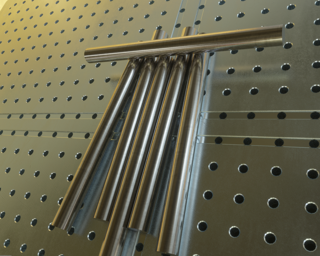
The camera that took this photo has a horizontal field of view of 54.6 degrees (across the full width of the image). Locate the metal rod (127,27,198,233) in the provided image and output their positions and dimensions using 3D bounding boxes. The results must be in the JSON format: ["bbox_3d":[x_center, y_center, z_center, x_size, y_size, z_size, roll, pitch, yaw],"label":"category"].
[{"bbox_3d":[0.011,-0.015,0.414,0.025,0.025,0.300,1,62,29],"label":"metal rod"}]

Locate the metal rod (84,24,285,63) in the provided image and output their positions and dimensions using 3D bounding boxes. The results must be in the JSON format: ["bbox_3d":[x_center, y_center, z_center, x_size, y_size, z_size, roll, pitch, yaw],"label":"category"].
[{"bbox_3d":[0.015,-0.115,0.439,0.300,0.025,0.025,2,63,29],"label":"metal rod"}]

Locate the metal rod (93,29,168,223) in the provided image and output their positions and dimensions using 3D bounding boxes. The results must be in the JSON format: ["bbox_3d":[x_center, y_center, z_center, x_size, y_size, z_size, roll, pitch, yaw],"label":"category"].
[{"bbox_3d":[-0.034,-0.019,0.439,0.025,0.025,0.300,1,62,29],"label":"metal rod"}]

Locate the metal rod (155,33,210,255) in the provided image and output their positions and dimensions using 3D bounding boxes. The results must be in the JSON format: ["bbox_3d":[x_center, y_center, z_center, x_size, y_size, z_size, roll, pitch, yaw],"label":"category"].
[{"bbox_3d":[0.036,0.000,0.391,0.025,0.025,0.300,-2,60,27],"label":"metal rod"}]

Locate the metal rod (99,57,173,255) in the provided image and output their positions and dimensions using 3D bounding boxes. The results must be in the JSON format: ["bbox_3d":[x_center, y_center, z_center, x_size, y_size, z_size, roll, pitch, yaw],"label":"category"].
[{"bbox_3d":[-0.025,0.031,0.404,0.025,0.025,0.300,1,62,29],"label":"metal rod"}]

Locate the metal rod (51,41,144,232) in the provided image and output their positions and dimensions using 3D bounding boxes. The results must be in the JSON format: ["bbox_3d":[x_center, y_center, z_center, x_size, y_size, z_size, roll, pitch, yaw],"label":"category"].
[{"bbox_3d":[-0.077,-0.003,0.450,0.025,0.025,0.300,8,65,31],"label":"metal rod"}]
